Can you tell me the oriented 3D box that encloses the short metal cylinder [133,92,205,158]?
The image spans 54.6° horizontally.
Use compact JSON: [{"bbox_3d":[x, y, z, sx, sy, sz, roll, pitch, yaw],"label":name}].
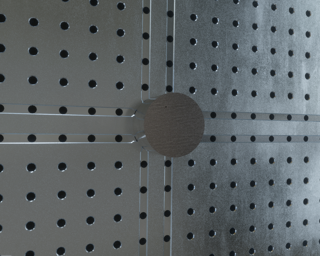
[{"bbox_3d":[0.010,-0.004,0.403,0.081,0.050,0.080,0,90,-20],"label":"short metal cylinder"}]
